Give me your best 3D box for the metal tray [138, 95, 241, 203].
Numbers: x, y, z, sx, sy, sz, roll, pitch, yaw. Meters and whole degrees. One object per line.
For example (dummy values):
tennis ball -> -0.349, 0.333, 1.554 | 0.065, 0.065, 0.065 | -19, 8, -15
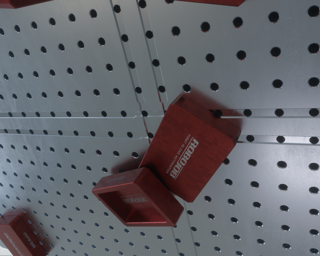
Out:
metal tray -> 0.034, 0.032, 0.410 | 0.090, 0.030, 0.129 | 32, 129, 7

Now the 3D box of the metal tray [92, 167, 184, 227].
metal tray -> -0.037, 0.109, 0.472 | 0.130, 0.030, 0.090 | -21, 115, 48

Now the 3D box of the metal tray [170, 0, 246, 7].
metal tray -> 0.042, -0.181, 0.273 | 0.090, 0.030, 0.129 | 14, 124, 20

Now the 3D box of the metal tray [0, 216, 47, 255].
metal tray -> -0.348, 0.277, 0.764 | 0.090, 0.030, 0.130 | -13, 112, 33

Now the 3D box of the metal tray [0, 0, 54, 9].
metal tray -> -0.115, -0.173, 0.298 | 0.030, 0.131, 0.089 | 11, 123, 23
